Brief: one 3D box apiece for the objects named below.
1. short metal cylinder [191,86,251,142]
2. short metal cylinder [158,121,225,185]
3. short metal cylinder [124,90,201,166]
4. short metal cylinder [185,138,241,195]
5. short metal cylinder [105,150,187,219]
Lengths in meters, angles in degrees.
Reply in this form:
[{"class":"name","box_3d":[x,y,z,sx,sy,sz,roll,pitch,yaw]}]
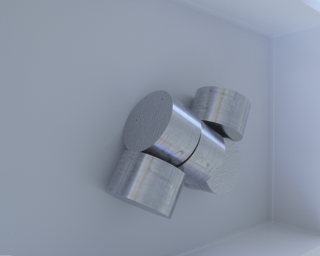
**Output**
[{"class":"short metal cylinder","box_3d":[0.083,-0.018,0.441,0.080,0.080,0.050,29,72,-37]},{"class":"short metal cylinder","box_3d":[0.036,0.027,0.402,0.050,0.080,0.080,34,69,-36]},{"class":"short metal cylinder","box_3d":[0.002,0.002,0.372,0.050,0.080,0.080,32,70,-36]},{"class":"short metal cylinder","box_3d":[0.073,0.053,0.452,0.081,0.050,0.079,0,90,-40]},{"class":"short metal cylinder","box_3d":[-0.016,0.065,0.358,0.080,0.080,0.050,36,68,-35]}]
